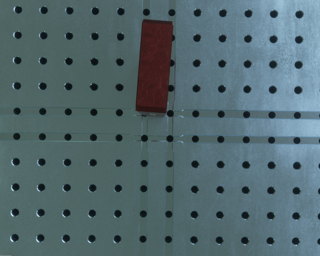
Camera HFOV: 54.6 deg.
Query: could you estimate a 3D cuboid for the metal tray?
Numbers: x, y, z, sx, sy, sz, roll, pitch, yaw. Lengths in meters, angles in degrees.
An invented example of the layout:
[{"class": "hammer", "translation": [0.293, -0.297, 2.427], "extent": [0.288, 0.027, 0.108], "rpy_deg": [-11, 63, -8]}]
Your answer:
[{"class": "metal tray", "translation": [-0.005, -0.060, 0.361], "extent": [0.030, 0.130, 0.090], "rpy_deg": [4, 90, 0]}]
